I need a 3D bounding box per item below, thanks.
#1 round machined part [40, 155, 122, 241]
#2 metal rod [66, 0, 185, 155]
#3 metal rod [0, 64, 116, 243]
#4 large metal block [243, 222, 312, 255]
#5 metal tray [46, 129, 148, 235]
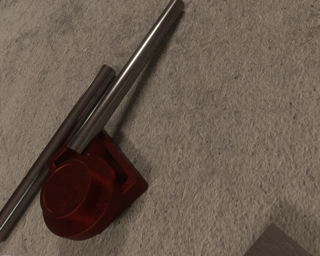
[{"bbox_3d":[-0.097,0.075,0.357,0.098,0.042,0.098,-13,56,20],"label":"round machined part"},{"bbox_3d":[-0.039,-0.087,0.453,0.025,0.025,0.300,13,61,33],"label":"metal rod"},{"bbox_3d":[-0.157,0.029,0.466,0.025,0.025,0.300,21,72,35],"label":"metal rod"},{"bbox_3d":[0.101,0.139,0.249,0.080,0.050,0.080,-47,52,-5],"label":"large metal block"},{"bbox_3d":[-0.086,0.060,0.407,0.090,0.030,0.130,-43,51,-2],"label":"metal tray"}]
